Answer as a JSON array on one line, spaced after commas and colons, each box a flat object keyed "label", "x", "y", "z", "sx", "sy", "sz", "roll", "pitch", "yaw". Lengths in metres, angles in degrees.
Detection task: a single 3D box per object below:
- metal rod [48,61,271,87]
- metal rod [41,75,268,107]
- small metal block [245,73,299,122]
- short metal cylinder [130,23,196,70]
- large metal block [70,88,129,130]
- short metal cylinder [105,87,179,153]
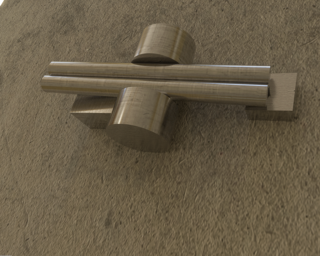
[{"label": "metal rod", "x": -0.017, "y": -0.071, "z": 0.400, "sx": 0.301, "sy": 0.025, "sz": 0.025, "roll": 6, "pitch": 64, "yaw": 22}, {"label": "metal rod", "x": -0.023, "y": -0.049, "z": 0.390, "sx": 0.301, "sy": 0.025, "sz": 0.025, "roll": 6, "pitch": 64, "yaw": 22}, {"label": "small metal block", "x": 0.131, "y": -0.035, "z": 0.359, "sx": 0.050, "sy": 0.025, "sz": 0.050, "roll": 3, "pitch": 63, "yaw": 30}, {"label": "short metal cylinder", "x": 0.005, "y": -0.096, "z": 0.426, "sx": 0.080, "sy": 0.080, "sz": 0.050, "roll": 2, "pitch": 63, "yaw": 29}, {"label": "large metal block", "x": -0.072, "y": -0.044, "z": 0.454, "sx": 0.080, "sy": 0.050, "sz": 0.080, "roll": 2, "pitch": 63, "yaw": 29}, {"label": "short metal cylinder", "x": -0.021, "y": -0.008, "z": 0.386, "sx": 0.080, "sy": 0.080, "sz": 0.050, "roll": 2, "pitch": 63, "yaw": 29}]
